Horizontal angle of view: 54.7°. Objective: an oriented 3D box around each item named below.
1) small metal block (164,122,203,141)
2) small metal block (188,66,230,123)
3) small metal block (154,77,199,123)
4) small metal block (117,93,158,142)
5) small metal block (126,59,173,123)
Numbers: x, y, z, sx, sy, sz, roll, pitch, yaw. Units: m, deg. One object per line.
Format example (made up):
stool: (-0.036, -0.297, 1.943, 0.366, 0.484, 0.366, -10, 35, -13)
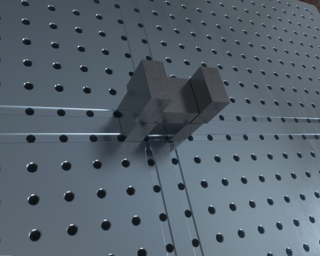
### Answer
small metal block: (0.028, -0.016, 0.418, 0.025, 0.050, 0.050, -1, 62, -29)
small metal block: (0.054, -0.040, 0.381, 0.025, 0.050, 0.050, 0, 61, -28)
small metal block: (0.014, -0.034, 0.374, 0.050, 0.025, 0.050, 1, 61, -28)
small metal block: (-0.029, -0.016, 0.387, 0.025, 0.050, 0.050, 1, 62, -28)
small metal block: (-0.013, -0.040, 0.345, 0.025, 0.050, 0.050, 0, 61, -28)
